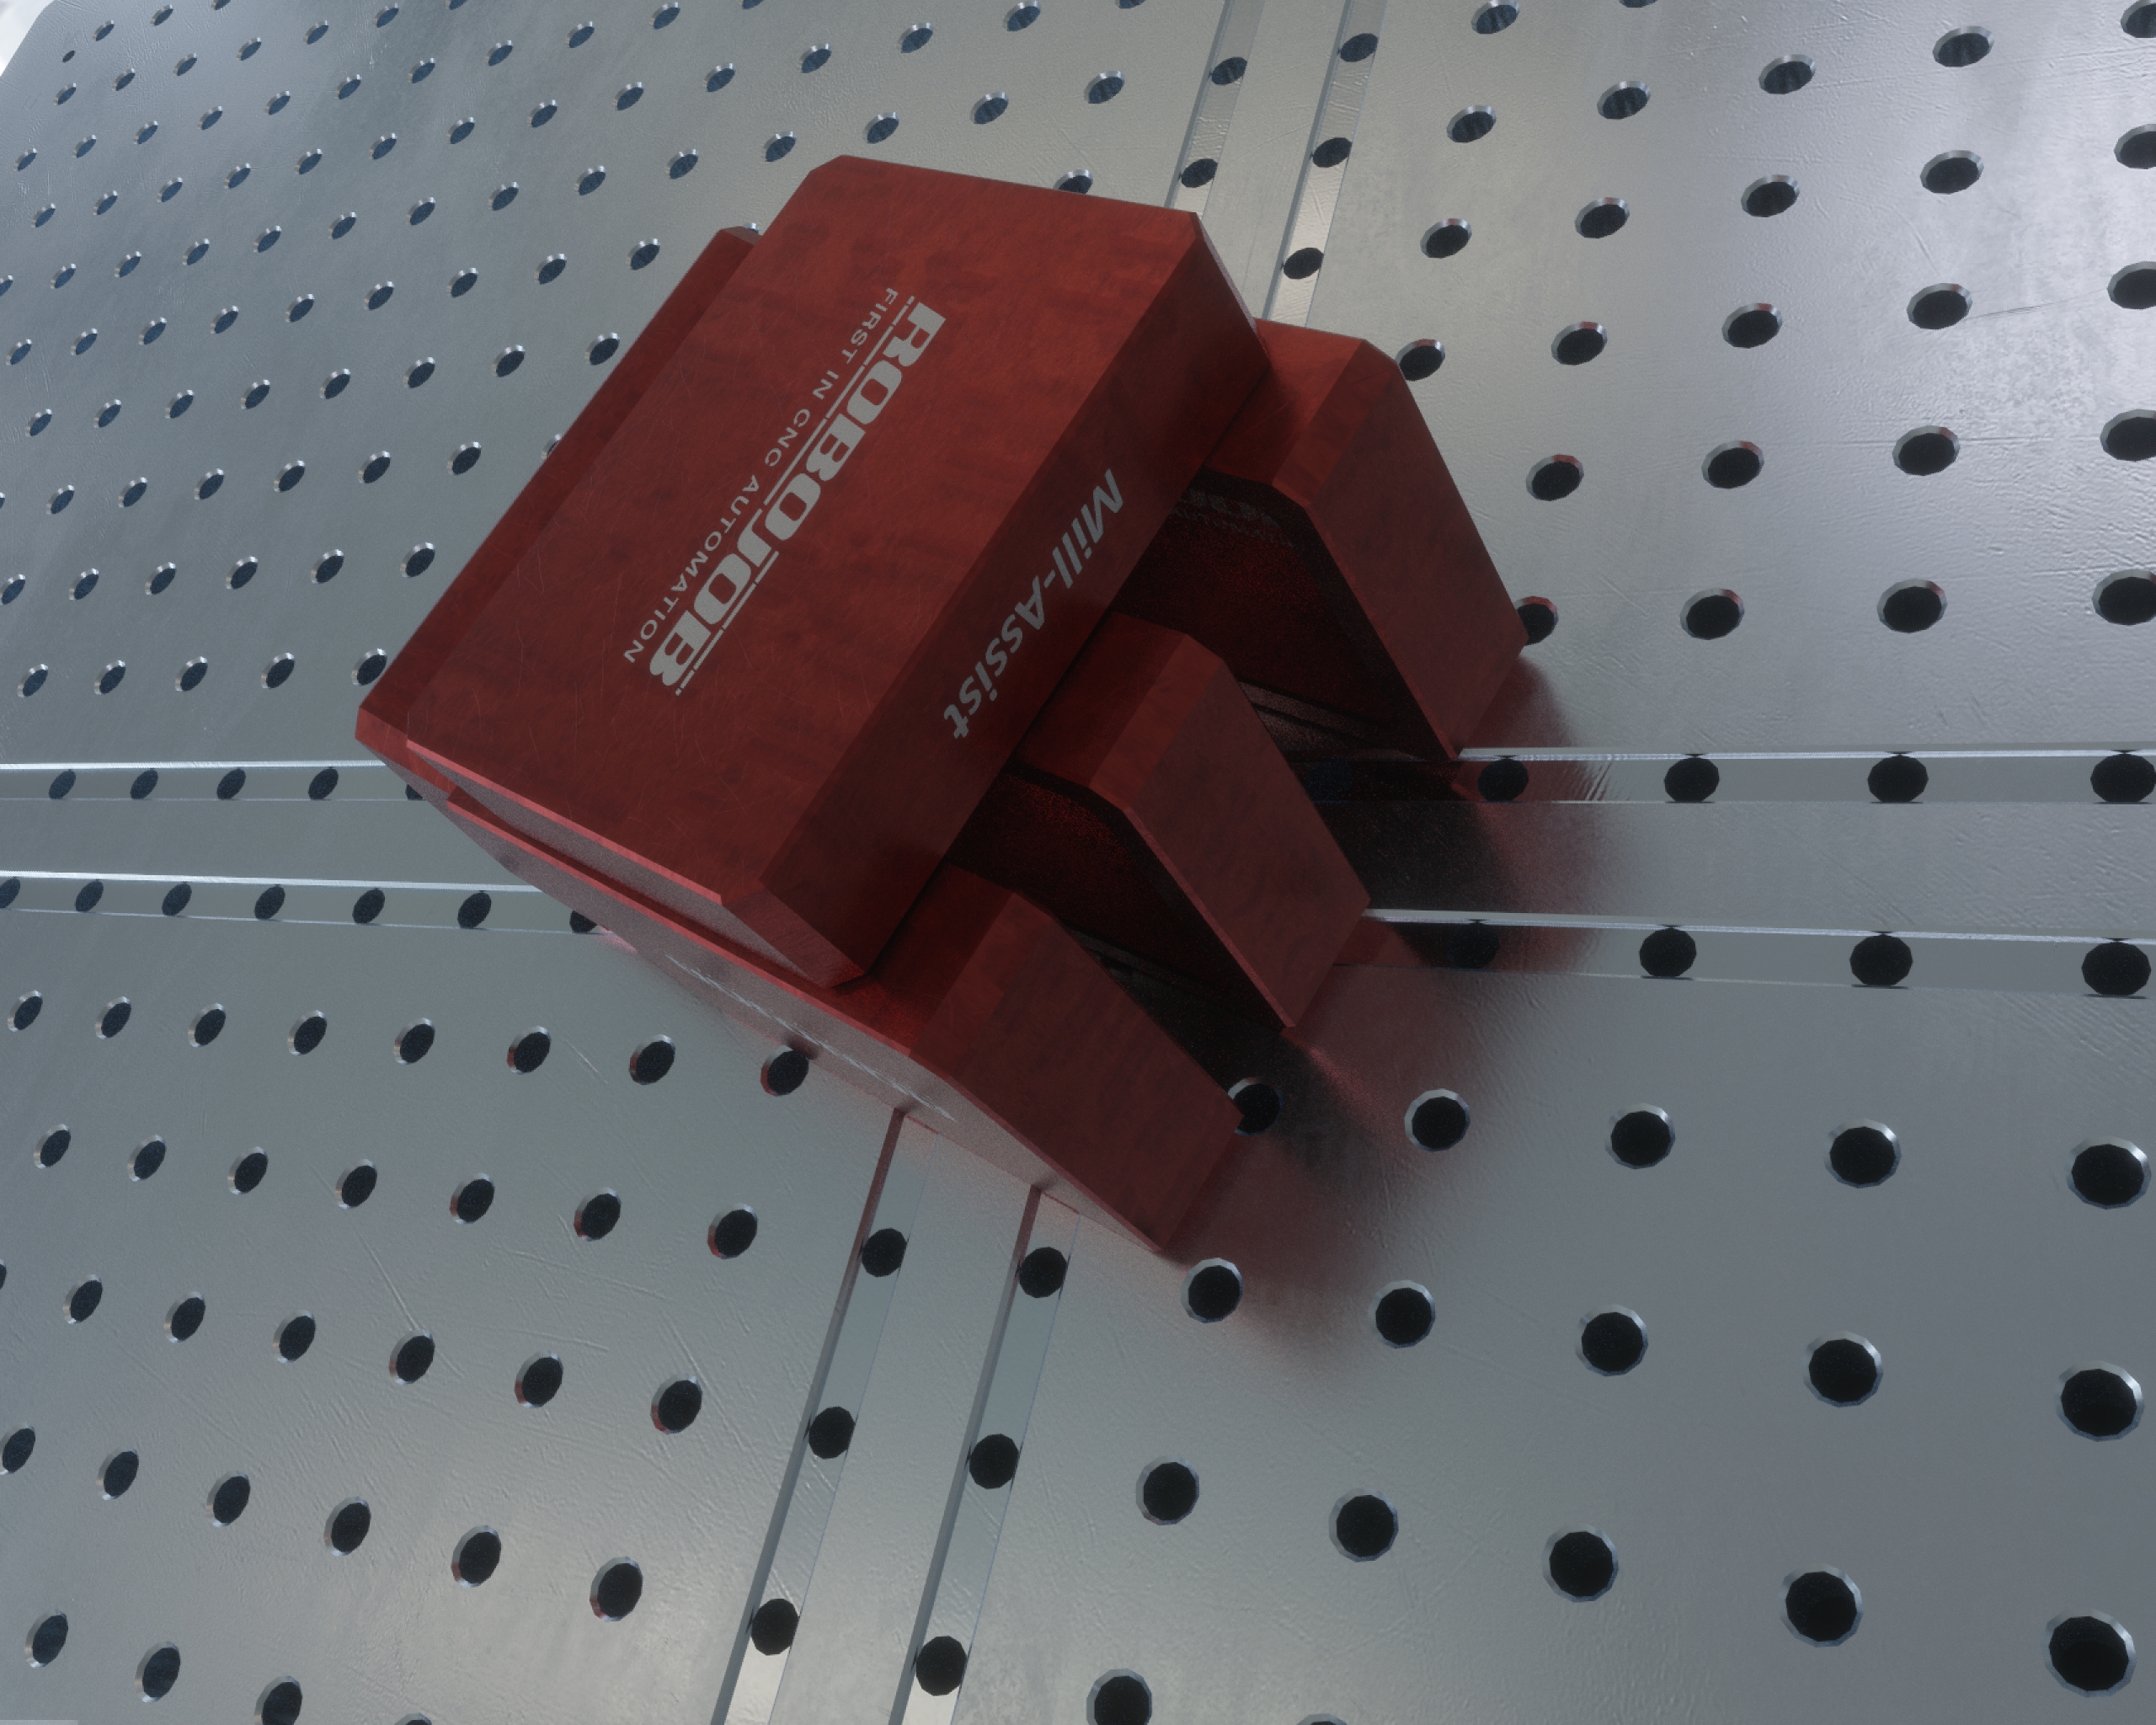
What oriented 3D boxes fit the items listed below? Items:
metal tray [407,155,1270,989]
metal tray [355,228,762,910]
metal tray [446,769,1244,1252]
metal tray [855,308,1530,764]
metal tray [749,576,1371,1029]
[{"bbox_3d":[-0.040,-0.053,0.343,0.090,0.030,0.130,23,74,36],"label":"metal tray"},{"bbox_3d":[-0.087,-0.057,0.445,0.030,0.090,0.130,29,76,15],"label":"metal tray"},{"bbox_3d":[-0.043,0.017,0.379,0.130,0.090,0.030,23,75,36],"label":"metal tray"},{"bbox_3d":[0.013,-0.070,0.402,0.130,0.090,0.030,23,75,36],"label":"metal tray"},{"bbox_3d":[-0.018,-0.021,0.389,0.130,0.090,0.030,22,73,35],"label":"metal tray"}]
